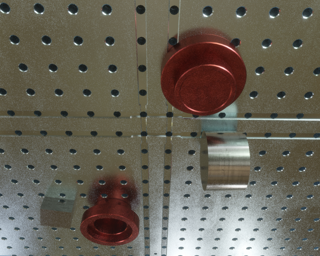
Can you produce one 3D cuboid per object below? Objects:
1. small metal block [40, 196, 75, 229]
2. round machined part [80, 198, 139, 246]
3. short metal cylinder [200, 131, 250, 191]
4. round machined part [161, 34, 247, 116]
[{"bbox_3d":[-0.177,0.146,0.535,0.050,0.025,0.050,10,130,-9],"label":"small metal block"},{"bbox_3d":[-0.084,0.159,0.535,0.099,0.042,0.097,0,130,0],"label":"round machined part"},{"bbox_3d":[0.084,0.043,0.413,0.050,0.080,0.079,0,130,0],"label":"short metal cylinder"},{"bbox_3d":[0.050,-0.053,0.356,0.099,0.042,0.097,0,130,0],"label":"round machined part"}]
